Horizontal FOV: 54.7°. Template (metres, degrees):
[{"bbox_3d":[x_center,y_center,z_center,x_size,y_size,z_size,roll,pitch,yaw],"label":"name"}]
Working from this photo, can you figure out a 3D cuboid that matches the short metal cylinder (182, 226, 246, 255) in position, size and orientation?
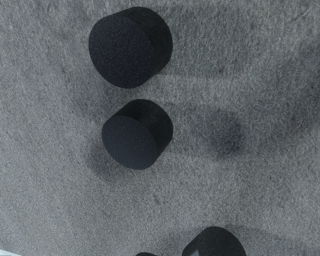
[{"bbox_3d":[0.078,0.191,0.448,0.080,0.080,0.050,35,129,5],"label":"short metal cylinder"}]

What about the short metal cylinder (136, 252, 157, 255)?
[{"bbox_3d":[-0.023,0.279,0.574,0.080,0.050,0.079,13,124,20],"label":"short metal cylinder"}]

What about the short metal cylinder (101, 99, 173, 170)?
[{"bbox_3d":[-0.029,0.008,0.410,0.080,0.050,0.079,13,124,20],"label":"short metal cylinder"}]

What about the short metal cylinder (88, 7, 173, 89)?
[{"bbox_3d":[-0.032,-0.091,0.350,0.080,0.050,0.079,13,124,20],"label":"short metal cylinder"}]
